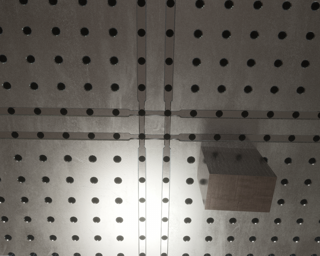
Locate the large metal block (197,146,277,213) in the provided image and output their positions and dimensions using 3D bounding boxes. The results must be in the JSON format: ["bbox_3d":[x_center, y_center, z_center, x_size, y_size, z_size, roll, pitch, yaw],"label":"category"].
[{"bbox_3d":[0.096,0.065,0.410,0.081,0.080,0.050,3,110,-2],"label":"large metal block"}]
